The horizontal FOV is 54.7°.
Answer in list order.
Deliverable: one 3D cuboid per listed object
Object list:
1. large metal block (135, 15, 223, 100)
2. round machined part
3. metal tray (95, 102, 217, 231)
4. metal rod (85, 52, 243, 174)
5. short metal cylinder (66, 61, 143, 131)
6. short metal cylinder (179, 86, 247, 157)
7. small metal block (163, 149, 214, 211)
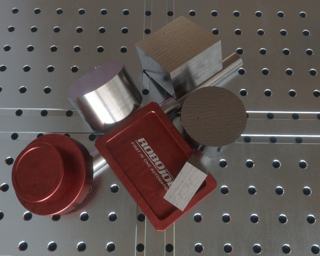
[{"bbox_3d":[0.026,-0.098,0.422,0.080,0.050,0.080,-35,54,-12],"label":"large metal block"},{"bbox_3d":[-0.133,0.054,0.368,0.098,0.042,0.098,-4,75,15],"label":"round machined part"},{"bbox_3d":[-0.005,0.045,0.377,0.090,0.030,0.130,-36,87,-12],"label":"metal tray"},{"bbox_3d":[-0.008,-0.012,0.418,0.301,0.025,0.025,-36,74,-12],"label":"metal rod"},{"bbox_3d":[-0.069,-0.042,0.391,0.080,0.050,0.080,-21,31,14],"label":"short metal cylinder"},{"bbox_3d":[0.066,-0.007,0.401,0.081,0.050,0.080,0,70,0],"label":"short metal cylinder"},{"bbox_3d":[0.033,0.057,0.347,0.025,0.050,0.050,33,109,9],"label":"small metal block"}]
